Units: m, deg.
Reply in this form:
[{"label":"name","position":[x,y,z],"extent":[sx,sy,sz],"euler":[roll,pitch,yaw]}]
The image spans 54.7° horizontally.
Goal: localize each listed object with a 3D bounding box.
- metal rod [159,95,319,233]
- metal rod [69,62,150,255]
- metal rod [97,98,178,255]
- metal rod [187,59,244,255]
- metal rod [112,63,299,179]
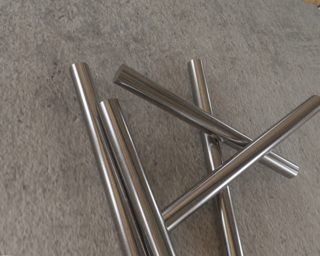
[{"label":"metal rod","position":[0.115,0.035,0.399],"extent":[0.302,0.025,0.025],"euler":[-32,80,-24]},{"label":"metal rod","position":[-0.053,0.054,0.343],"extent":[0.025,0.025,0.299],"euler":[-8,66,-32]},{"label":"metal rod","position":[-0.004,0.108,0.316],"extent":[0.025,0.025,0.299],"euler":[-14,75,-34]},{"label":"metal rod","position":[0.071,0.027,0.427],"extent":[0.025,0.025,0.299],"euler":[8,58,-25]},{"label":"metal rod","position":[0.076,0.001,0.410],"extent":[0.301,0.025,0.025],"euler":[27,52,-23]}]
